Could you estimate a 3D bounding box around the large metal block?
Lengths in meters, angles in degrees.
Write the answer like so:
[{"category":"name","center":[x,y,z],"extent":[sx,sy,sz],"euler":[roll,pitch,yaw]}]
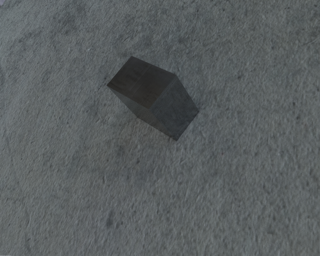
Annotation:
[{"category":"large metal block","center":[-0.007,-0.037,0.396],"extent":[0.080,0.080,0.050],"euler":[31,79,38]}]
